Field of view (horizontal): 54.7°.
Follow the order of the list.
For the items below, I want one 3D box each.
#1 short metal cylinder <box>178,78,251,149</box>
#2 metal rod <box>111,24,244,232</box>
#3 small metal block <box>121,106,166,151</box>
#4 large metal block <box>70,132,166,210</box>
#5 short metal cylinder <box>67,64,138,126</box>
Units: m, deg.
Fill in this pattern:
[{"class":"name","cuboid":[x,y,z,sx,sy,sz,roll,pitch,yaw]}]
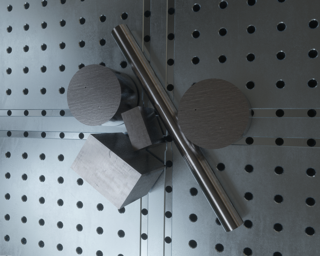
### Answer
[{"class":"short metal cylinder","cuboid":[0.067,-0.016,0.372,0.080,0.050,0.079,0,90,20]},{"class":"metal rod","cuboid":[0.017,-0.008,0.402,0.025,0.025,0.299,-33,80,17]},{"class":"small metal block","cuboid":[-0.021,0.001,0.402,0.025,0.050,0.050,-22,83,19]},{"class":"large metal block","cuboid":[-0.050,0.049,0.396,0.080,0.080,0.050,36,102,17]},{"class":"short metal cylinder","cuboid":[-0.078,-0.043,0.423,0.080,0.050,0.079,0,90,20]}]
